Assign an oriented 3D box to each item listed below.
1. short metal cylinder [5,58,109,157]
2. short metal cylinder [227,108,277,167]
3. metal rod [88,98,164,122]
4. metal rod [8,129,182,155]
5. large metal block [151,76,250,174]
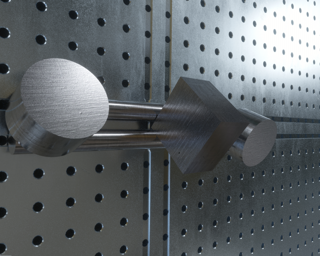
[{"bbox_3d":[-0.096,-0.018,0.293,0.080,0.050,0.080,20,56,-31],"label":"short metal cylinder"},{"bbox_3d":[0.139,0.014,0.492,0.081,0.050,0.079,-19,123,-31],"label":"short metal cylinder"},{"bbox_3d":[0.034,-0.020,0.437,0.302,0.025,0.025,1,90,-40],"label":"metal rod"},{"bbox_3d":[-0.024,0.014,0.389,0.302,0.025,0.025,1,90,-40],"label":"metal rod"},{"bbox_3d":[0.044,-0.003,0.372,0.050,0.080,0.079,1,132,-40],"label":"large metal block"}]
